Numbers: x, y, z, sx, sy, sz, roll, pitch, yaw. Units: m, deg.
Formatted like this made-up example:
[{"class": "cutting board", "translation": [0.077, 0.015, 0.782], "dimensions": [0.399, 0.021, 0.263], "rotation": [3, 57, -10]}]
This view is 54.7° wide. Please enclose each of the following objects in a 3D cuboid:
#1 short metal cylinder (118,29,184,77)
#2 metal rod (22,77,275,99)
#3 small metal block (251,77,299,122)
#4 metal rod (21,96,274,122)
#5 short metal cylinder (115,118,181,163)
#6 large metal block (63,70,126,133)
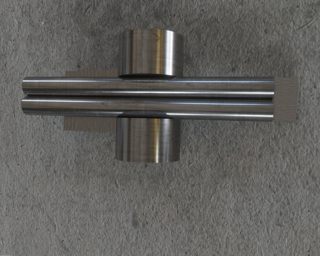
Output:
[{"class": "short metal cylinder", "translation": [-0.011, -0.086, 0.385], "dimensions": [0.080, 0.080, 0.050], "rotation": [2, 91, 20]}, {"class": "metal rod", "translation": [-0.023, -0.049, 0.371], "dimensions": [0.301, 0.025, 0.025], "rotation": [2, 91, 12]}, {"class": "small metal block", "translation": [0.133, -0.033, 0.363], "dimensions": [0.050, 0.025, 0.050], "rotation": [3, 91, 20]}, {"class": "metal rod", "translation": [-0.024, -0.024, 0.371], "dimensions": [0.301, 0.025, 0.025], "rotation": [2, 91, 12]}, {"class": "short metal cylinder", "translation": [-0.015, 0.013, 0.386], "dimensions": [0.080, 0.080, 0.050], "rotation": [2, 91, 20]}, {"class": "large metal block", "translation": [-0.082, -0.035, 0.426], "dimensions": [0.080, 0.050, 0.080], "rotation": [2, 91, 20]}]
